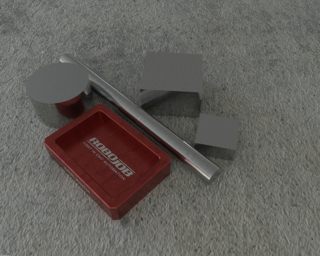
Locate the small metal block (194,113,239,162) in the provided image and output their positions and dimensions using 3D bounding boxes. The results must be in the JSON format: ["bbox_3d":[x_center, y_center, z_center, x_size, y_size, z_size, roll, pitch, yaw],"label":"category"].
[{"bbox_3d":[0.072,0.011,0.397,0.050,0.025,0.050,10,51,8],"label":"small metal block"}]

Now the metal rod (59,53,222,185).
[{"bbox_3d":[-0.043,-0.026,0.425,0.300,0.025,0.025,38,59,27],"label":"metal rod"}]

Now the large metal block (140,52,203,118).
[{"bbox_3d":[0.017,-0.062,0.441,0.080,0.050,0.080,3,50,2],"label":"large metal block"}]

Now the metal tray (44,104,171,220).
[{"bbox_3d":[-0.063,0.034,0.372,0.130,0.030,0.090,37,59,26],"label":"metal tray"}]

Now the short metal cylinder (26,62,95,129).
[{"bbox_3d":[-0.134,-0.045,0.424,0.081,0.050,0.080,0,50,0],"label":"short metal cylinder"}]
